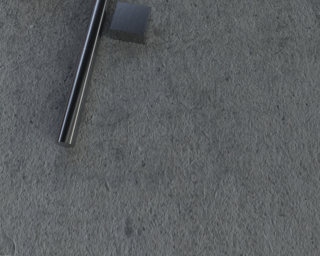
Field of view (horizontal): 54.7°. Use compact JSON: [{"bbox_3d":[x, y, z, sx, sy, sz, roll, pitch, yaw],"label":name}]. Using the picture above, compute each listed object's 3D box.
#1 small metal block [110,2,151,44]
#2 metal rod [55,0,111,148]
[{"bbox_3d":[-0.043,-0.158,0.465,0.050,0.025,0.050,10,70,3],"label":"small metal block"},{"bbox_3d":[-0.101,-0.117,0.449,0.025,0.025,0.299,8,70,2],"label":"metal rod"}]
